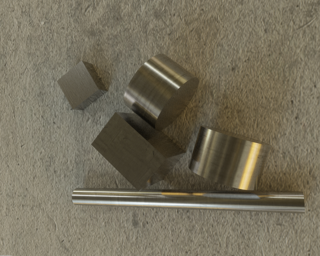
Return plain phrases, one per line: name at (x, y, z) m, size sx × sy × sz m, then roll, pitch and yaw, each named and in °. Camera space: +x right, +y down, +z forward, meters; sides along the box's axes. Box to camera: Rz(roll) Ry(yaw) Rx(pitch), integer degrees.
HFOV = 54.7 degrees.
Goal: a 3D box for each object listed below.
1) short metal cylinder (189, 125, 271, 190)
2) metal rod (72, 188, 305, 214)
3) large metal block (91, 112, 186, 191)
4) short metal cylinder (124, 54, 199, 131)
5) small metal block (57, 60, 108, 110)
short metal cylinder at (0.078, 0.032, 0.352) m, size 0.080 × 0.080 × 0.050 m, roll 17°, pitch 96°, yaw 19°
metal rod at (0.021, 0.092, 0.401) m, size 0.301 × 0.025 × 0.025 m, roll -3°, pitch 89°, yaw 19°
large metal block at (-0.024, 0.026, 0.388) m, size 0.080 × 0.080 × 0.050 m, roll 42°, pitch 103°, yaw 15°
short metal cylinder at (0.002, -0.043, 0.379) m, size 0.050 × 0.080 × 0.080 m, roll 39°, pitch 103°, yaw 15°
small metal block at (-0.112, -0.061, 0.449) m, size 0.050 × 0.025 × 0.050 m, roll -34°, pitch 79°, yaw 16°
